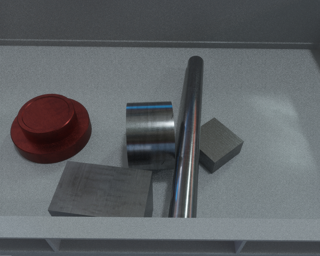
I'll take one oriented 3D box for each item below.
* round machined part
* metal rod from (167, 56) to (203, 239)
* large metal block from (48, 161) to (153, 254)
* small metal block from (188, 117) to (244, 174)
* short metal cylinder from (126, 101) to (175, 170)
[{"bbox_3d":[-0.141,-0.006,0.398,0.099,0.042,0.098,0,50,0],"label":"round machined part"},{"bbox_3d":[0.038,-0.008,0.381,0.025,0.025,0.300,6,41,5],"label":"metal rod"},{"bbox_3d":[-0.051,0.079,0.302,0.080,0.080,0.050,6,50,5],"label":"large metal block"},{"bbox_3d":[0.067,0.021,0.388,0.050,0.025,0.050,-32,57,-24],"label":"small metal block"},{"bbox_3d":[-0.011,0.010,0.361,0.050,0.080,0.080,-2,50,-2],"label":"short metal cylinder"}]
